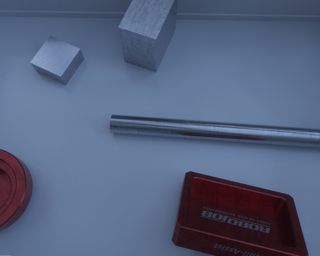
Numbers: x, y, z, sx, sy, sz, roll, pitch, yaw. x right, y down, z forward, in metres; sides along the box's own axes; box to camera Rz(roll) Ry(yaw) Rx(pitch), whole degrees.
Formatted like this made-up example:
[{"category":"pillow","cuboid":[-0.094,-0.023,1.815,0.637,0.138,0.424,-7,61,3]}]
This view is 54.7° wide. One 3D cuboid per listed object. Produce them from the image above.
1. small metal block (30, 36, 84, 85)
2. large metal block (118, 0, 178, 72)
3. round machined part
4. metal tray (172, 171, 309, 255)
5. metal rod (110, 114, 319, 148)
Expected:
[{"category":"small metal block","cuboid":[-0.146,-0.097,0.443,0.050,0.025,0.050,25,72,8]},{"category":"large metal block","cuboid":[-0.014,-0.138,0.431,0.050,0.080,0.080,20,71,7]},{"category":"round machined part","cuboid":[-0.202,0.076,0.370,0.099,0.042,0.098,0,70,-1]},{"category":"metal tray","cuboid":[0.085,0.100,0.344,0.131,0.030,0.090,13,31,4]},{"category":"metal rod","cuboid":[0.087,0.005,0.408,0.302,0.025,0.025,4,70,1]}]
